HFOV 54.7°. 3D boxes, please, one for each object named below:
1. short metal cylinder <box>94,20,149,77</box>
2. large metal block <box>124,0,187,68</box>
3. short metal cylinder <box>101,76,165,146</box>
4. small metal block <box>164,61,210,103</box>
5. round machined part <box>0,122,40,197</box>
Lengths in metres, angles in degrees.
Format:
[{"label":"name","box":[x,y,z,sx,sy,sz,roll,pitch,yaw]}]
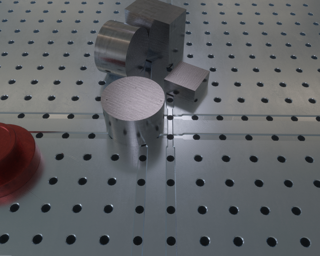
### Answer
[{"label":"short metal cylinder","box":[-0.057,-0.118,0.470,0.050,0.080,0.080,18,52,14]},{"label":"large metal block","box":[-0.007,-0.156,0.503,0.080,0.080,0.050,25,55,20]},{"label":"short metal cylinder","box":[-0.034,-0.023,0.411,0.081,0.050,0.080,0,50,0]},{"label":"small metal block","box":[0.040,-0.070,0.467,0.050,0.025,0.050,24,54,19]},{"label":"round machined part","box":[-0.200,0.031,0.369,0.099,0.042,0.098,0,50,0]}]
